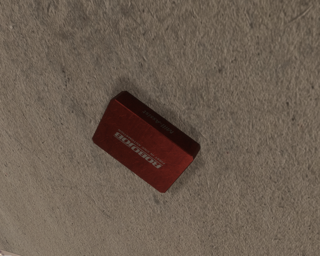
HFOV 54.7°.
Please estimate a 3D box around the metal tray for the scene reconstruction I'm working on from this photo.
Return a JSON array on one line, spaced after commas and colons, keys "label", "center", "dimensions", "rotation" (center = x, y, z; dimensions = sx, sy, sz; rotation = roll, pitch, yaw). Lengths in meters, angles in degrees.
[{"label": "metal tray", "center": [-0.022, 0.021, 0.427], "dimensions": [0.130, 0.030, 0.089], "rotation": [36, 129, 3]}]
